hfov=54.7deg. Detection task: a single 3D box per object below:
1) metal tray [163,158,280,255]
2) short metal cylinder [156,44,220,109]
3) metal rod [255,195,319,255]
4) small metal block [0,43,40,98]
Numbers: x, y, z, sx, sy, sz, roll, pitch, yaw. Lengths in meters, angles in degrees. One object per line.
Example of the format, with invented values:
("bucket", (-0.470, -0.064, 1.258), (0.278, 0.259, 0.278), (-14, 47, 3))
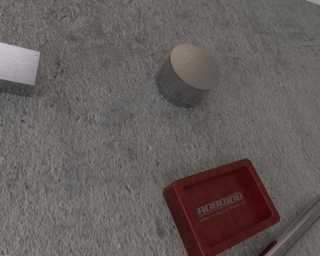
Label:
("metal tray", (0.078, 0.096, 0.383), (0.131, 0.030, 0.090), (-11, 67, -33))
("short metal cylinder", (0.040, -0.076, 0.456), (0.081, 0.050, 0.080), (14, 56, -21))
("metal rod", (0.134, 0.158, 0.379), (0.302, 0.025, 0.025), (-22, 74, -36))
("small metal block", (-0.168, -0.066, 0.354), (0.050, 0.025, 0.050), (10, 58, -23))
